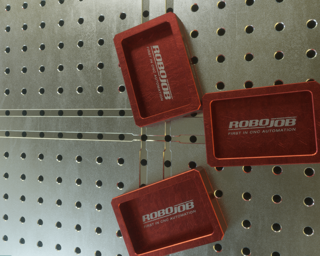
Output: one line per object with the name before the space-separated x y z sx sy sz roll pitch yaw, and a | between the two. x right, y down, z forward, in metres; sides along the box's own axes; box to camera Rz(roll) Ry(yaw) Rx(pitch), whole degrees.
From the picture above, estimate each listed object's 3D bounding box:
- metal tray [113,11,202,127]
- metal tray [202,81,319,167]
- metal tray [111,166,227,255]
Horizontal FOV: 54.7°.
metal tray | -0.002 -0.074 0.409 0.090 0.030 0.129 -17 85 18
metal tray | 0.120 -0.002 0.367 0.130 0.030 0.089 -5 88 19
metal tray | 0.010 0.114 0.405 0.130 0.030 0.090 -23 83 18
